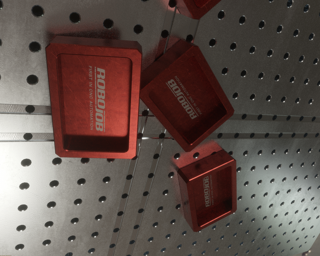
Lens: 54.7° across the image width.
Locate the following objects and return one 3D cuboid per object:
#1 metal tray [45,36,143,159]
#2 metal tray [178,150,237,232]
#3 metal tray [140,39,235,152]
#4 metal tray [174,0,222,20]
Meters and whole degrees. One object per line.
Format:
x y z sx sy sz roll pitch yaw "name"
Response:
-0.068 -0.028 0.334 0.091 0.030 0.129 2 120 -7 "metal tray"
0.083 0.108 0.522 0.091 0.030 0.129 -22 127 -16 "metal tray"
0.034 -0.037 0.405 0.090 0.030 0.130 -41 130 -1 "metal tray"
0.059 -0.191 0.323 0.130 0.030 0.090 -41 130 0 "metal tray"
